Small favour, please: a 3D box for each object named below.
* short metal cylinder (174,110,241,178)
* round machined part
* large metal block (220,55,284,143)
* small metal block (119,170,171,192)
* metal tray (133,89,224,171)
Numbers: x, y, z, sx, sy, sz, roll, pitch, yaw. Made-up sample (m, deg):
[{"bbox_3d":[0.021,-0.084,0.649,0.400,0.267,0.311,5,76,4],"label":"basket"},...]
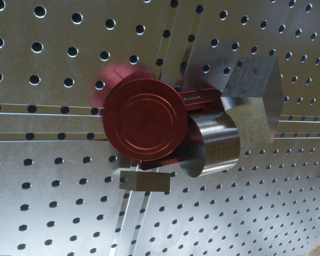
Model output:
[{"bbox_3d":[0.057,0.019,0.398,0.050,0.080,0.079,-9,123,-25],"label":"short metal cylinder"},{"bbox_3d":[-0.016,-0.008,0.357,0.099,0.042,0.097,-1,103,-5],"label":"round machined part"},{"bbox_3d":[0.126,-0.038,0.410,0.080,0.050,0.080,-60,139,-33],"label":"large metal block"},{"bbox_3d":[-0.021,0.072,0.421,0.050,0.050,0.025,8,80,-31],"label":"small metal block"},{"bbox_3d":[0.030,0.001,0.422,0.131,0.030,0.089,-11,123,-23],"label":"metal tray"}]
